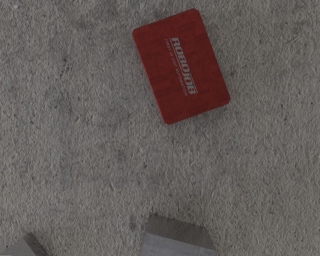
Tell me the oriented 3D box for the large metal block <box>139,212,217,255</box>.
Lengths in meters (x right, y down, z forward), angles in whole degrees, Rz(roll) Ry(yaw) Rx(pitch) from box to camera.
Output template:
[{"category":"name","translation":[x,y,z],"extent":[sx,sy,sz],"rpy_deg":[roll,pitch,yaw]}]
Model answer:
[{"category":"large metal block","translation":[0.018,0.150,0.383],"extent":[0.080,0.080,0.050],"rpy_deg":[15,90,0]}]

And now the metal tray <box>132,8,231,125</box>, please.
[{"category":"metal tray","translation":[0.027,-0.078,0.408],"extent":[0.090,0.030,0.129],"rpy_deg":[-20,90,0]}]

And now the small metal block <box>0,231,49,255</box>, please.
[{"category":"small metal block","translation":[-0.181,0.176,0.409],"extent":[0.050,0.025,0.050],"rpy_deg":[-37,90,0]}]
